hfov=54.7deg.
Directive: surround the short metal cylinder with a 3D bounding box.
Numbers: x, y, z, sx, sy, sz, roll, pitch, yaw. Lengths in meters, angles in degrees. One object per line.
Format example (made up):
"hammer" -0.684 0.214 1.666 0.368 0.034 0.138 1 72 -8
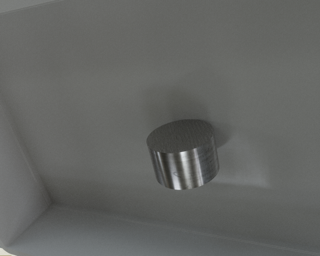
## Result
"short metal cylinder" 0.029 0.030 0.375 0.080 0.080 0.050 1 119 27
